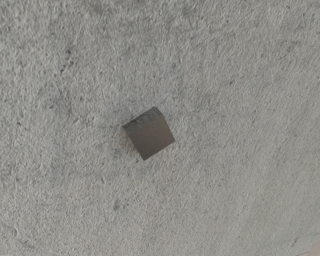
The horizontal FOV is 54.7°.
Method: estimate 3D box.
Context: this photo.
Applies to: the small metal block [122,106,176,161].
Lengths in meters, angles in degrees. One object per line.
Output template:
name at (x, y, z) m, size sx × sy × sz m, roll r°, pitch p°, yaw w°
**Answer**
small metal block at (-0.014, 0.007, 0.407) m, size 0.050 × 0.025 × 0.050 m, roll -32°, pitch 129°, yaw -8°
